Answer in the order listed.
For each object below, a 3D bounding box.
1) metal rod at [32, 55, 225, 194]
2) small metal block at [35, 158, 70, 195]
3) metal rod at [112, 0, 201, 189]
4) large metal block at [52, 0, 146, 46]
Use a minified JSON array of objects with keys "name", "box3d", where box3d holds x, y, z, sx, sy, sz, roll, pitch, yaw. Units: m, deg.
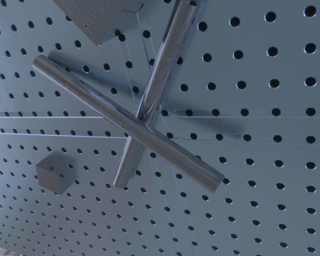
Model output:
[{"name":"metal rod","box3d":[-0.052,-0.014,0.399,0.300,0.025,0.025,33,129,17]},{"name":"small metal block","box3d":[-0.196,0.088,0.566,0.050,0.025,0.050,18,126,17]},{"name":"metal rod","box3d":[-0.017,-0.021,0.405,0.025,0.025,0.298,30,128,8]},{"name":"large metal block","box3d":[-0.064,-0.151,0.334,0.080,0.050,0.080,46,129,-5]}]
